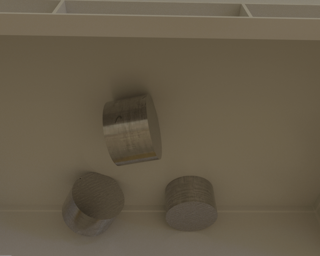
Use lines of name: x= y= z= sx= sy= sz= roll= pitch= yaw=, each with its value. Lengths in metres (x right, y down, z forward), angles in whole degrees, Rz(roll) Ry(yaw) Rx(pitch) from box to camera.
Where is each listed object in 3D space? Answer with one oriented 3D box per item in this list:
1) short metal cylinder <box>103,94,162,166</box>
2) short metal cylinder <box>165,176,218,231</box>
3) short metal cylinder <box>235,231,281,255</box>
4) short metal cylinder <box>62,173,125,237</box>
short metal cylinder: x=-0.031 y=0.003 z=0.375 sx=0.050 sy=0.080 sz=0.080 roll=-10 pitch=130 yaw=8
short metal cylinder: x=0.049 y=0.122 z=0.497 sx=0.081 sy=0.050 sz=0.079 roll=0 pitch=130 yaw=0
short metal cylinder: x=0.194 y=0.246 z=0.608 sx=0.081 sy=0.050 sz=0.079 roll=0 pitch=130 yaw=0
short metal cylinder: x=-0.101 y=0.116 z=0.470 sx=0.080 sy=0.080 sz=0.050 roll=21 pitch=127 yaw=-18
